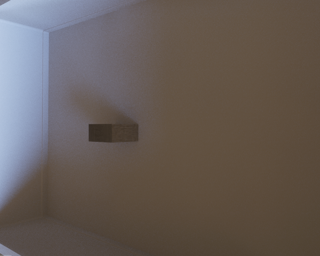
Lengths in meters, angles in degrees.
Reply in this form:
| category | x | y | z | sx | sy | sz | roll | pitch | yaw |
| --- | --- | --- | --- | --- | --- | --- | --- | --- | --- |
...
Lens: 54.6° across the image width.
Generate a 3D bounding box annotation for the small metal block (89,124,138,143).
| category | x | y | z | sx | sy | sz | roll | pitch | yaw |
| --- | --- | --- | --- | --- | --- | --- | --- | --- | --- |
| small metal block | -0.067 | 0.007 | 0.447 | 0.050 | 0.050 | 0.025 | 0 | 90 | 40 |
